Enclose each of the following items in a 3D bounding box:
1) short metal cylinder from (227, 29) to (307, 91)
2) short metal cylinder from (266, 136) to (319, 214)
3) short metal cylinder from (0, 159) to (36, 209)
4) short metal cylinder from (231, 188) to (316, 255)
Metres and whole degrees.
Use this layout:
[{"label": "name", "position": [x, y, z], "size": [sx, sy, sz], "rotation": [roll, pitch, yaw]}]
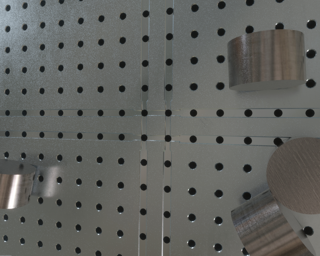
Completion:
[{"label": "short metal cylinder", "position": [0.117, -0.071, 0.342], "size": [0.080, 0.080, 0.050], "rotation": [-3, 89, 19]}, {"label": "short metal cylinder", "position": [0.161, 0.049, 0.343], "size": [0.080, 0.050, 0.079], "rotation": [0, 90, 19]}, {"label": "short metal cylinder", "position": [-0.233, 0.081, 0.463], "size": [0.080, 0.080, 0.050], "rotation": [14, 95, 19]}, {"label": "short metal cylinder", "position": [0.123, 0.113, 0.340], "size": [0.050, 0.080, 0.080], "rotation": [-36, 79, 16]}]
